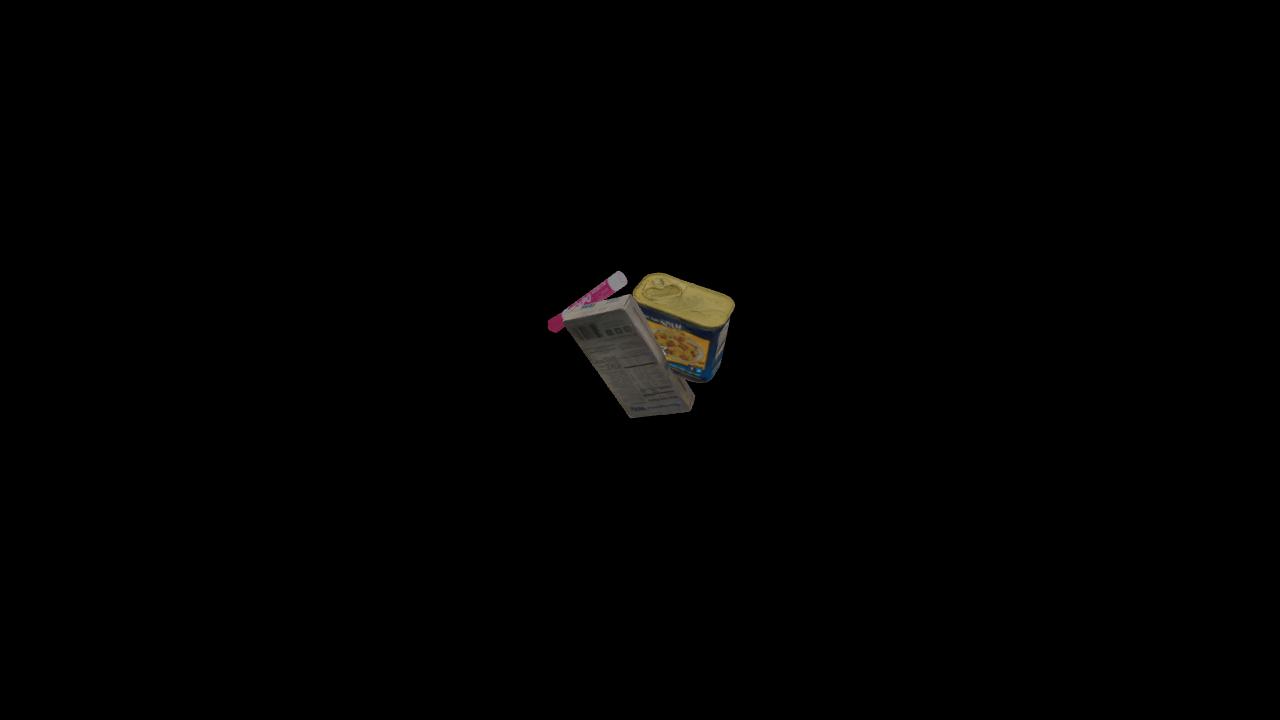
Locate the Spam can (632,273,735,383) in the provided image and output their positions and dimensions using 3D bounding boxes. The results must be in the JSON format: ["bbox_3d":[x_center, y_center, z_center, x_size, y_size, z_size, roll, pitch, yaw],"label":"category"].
[{"bbox_3d":[0.041,-0.032,0.643,0.101,0.085,0.058,22,47,18],"label":"Spam can"}]

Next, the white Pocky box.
[{"bbox_3d":[-0.010,0.001,0.659,0.084,0.154,0.028,-9,40,33],"label":"white Pocky box"}]

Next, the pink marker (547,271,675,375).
[{"bbox_3d":[-0.065,-0.066,0.724,0.121,0.020,0.020,-31,-16,29],"label":"pink marker"}]
